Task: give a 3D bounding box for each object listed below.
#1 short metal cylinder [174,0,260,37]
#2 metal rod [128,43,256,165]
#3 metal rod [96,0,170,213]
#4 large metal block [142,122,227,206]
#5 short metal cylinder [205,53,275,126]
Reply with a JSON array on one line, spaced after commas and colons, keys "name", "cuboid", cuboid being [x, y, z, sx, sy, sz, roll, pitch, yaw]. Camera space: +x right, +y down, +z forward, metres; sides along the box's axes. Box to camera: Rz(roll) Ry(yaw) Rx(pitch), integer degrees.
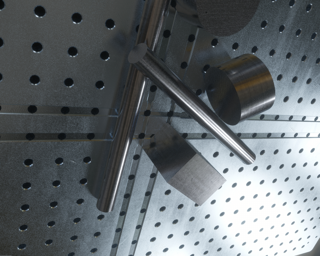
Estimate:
[{"name": "short metal cylinder", "cuboid": [0.062, -0.146, 0.338, 0.081, 0.050, 0.079, -14, 124, -21]}, {"name": "metal rod", "cuboid": [0.064, -0.013, 0.419, 0.025, 0.025, 0.301, -48, 135, 6]}, {"name": "metal rod", "cuboid": [-0.037, -0.020, 0.378, 0.025, 0.025, 0.298, 3, 117, -30]}, {"name": "large metal block", "cuboid": [0.032, 0.049, 0.424, 0.050, 0.080, 0.080, -45, 129, 3]}, {"name": "short metal cylinder", "cuboid": [0.101, -0.049, 0.400, 0.050, 0.080, 0.080, -24, 127, -14]}]
